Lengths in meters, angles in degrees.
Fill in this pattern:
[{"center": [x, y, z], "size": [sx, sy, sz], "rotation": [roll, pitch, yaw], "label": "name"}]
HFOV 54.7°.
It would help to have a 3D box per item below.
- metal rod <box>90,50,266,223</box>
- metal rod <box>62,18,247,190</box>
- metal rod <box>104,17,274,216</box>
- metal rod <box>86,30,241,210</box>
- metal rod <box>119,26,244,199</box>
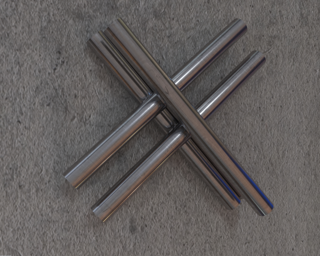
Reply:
[{"center": [0.033, 0.001, 0.397], "size": [0.301, 0.025, 0.025], "rotation": [-44, 104, -15], "label": "metal rod"}, {"center": [0.005, -0.040, 0.386], "size": [0.301, 0.025, 0.025], "rotation": [-44, 104, -15], "label": "metal rod"}, {"center": [0.043, -0.003, 0.374], "size": [0.025, 0.025, 0.300], "rotation": [-45, 104, -15], "label": "metal rod"}, {"center": [0.013, -0.001, 0.416], "size": [0.025, 0.025, 0.300], "rotation": [-44, 104, -15], "label": "metal rod"}, {"center": [0.033, -0.015, 0.423], "size": [0.025, 0.025, 0.300], "rotation": [-44, 104, -15], "label": "metal rod"}]
